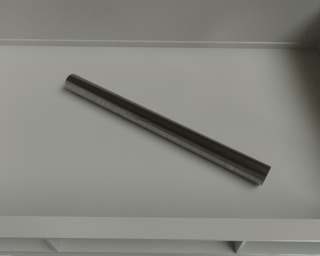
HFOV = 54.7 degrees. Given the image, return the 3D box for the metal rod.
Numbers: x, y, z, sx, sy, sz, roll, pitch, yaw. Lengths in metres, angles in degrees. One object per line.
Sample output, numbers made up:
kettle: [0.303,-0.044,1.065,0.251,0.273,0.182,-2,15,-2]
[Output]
metal rod: [-0.004,-0.007,0.408,0.301,0.025,0.025,26,55,20]
